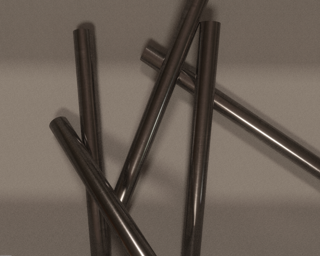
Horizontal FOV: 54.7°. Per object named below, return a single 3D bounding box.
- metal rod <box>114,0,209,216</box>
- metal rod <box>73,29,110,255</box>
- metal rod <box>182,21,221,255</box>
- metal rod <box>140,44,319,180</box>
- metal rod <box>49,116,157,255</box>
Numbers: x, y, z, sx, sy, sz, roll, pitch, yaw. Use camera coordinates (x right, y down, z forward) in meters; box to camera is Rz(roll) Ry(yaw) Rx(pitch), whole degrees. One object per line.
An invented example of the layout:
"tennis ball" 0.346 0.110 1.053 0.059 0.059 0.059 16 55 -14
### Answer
"metal rod" -0.005 -0.025 0.392 0.025 0.025 0.298 21 97 -1
"metal rod" -0.090 0.021 0.410 0.025 0.025 0.298 -5 90 -1
"metal rod" 0.051 0.020 0.394 0.025 0.025 0.298 4 97 -1
"metal rod" 0.106 -0.017 0.412 0.301 0.025 0.025 34 90 -1
"metal rod" -0.049 0.097 0.345 0.025 0.025 0.300 -40 63 0
